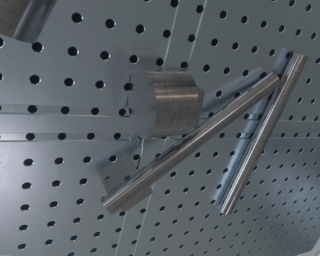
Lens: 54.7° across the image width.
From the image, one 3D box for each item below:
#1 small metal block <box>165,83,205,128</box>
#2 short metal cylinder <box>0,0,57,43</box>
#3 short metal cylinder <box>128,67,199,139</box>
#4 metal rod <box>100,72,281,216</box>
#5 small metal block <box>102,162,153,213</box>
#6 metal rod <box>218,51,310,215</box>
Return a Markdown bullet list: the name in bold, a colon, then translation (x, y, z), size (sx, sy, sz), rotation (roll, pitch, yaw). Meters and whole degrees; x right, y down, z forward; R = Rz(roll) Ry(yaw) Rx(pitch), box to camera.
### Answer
- **small metal block**: translation (0.028, -0.032, 0.390), size (0.025, 0.050, 0.050), rotation (-7, 121, -25)
- **short metal cylinder**: translation (-0.124, -0.109, 0.240), size (0.080, 0.080, 0.050), rotation (23, 106, -37)
- **short metal cylinder**: translation (0.001, -0.030, 0.358), size (0.050, 0.080, 0.079), rotation (-5, 121, -26)
- **metal rod**: translation (0.050, 0.015, 0.427), size (0.301, 0.025, 0.025), rotation (-36, 130, -12)
- **small metal block**: translation (-0.045, 0.084, 0.439), size (0.050, 0.025, 0.050), rotation (-34, 129, -6)
- **metal rod**: translation (0.164, 0.022, 0.514), size (0.025, 0.025, 0.298), rotation (5, 116, -31)
